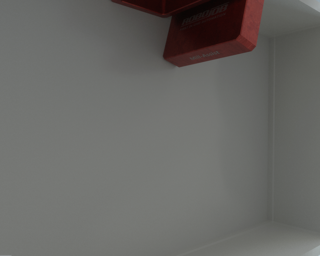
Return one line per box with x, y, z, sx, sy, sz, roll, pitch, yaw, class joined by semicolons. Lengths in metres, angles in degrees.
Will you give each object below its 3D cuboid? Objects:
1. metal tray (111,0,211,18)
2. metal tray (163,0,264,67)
0.015;-0.167;0.352;0.091;0.130;0.030;1;90;-40;metal tray
0.064;-0.133;0.393;0.030;0.130;0.090;20;77;-37;metal tray
